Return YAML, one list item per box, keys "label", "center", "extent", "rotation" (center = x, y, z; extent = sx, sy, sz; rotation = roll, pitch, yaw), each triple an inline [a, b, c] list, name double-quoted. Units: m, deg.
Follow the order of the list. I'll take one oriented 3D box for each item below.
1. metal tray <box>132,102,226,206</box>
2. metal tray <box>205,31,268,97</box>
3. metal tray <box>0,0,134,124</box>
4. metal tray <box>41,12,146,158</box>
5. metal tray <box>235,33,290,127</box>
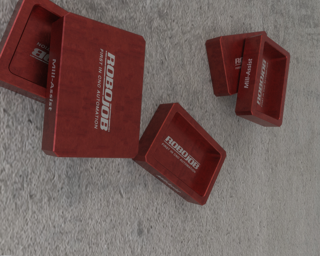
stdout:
- label: "metal tray"
  center: [0.032, 0.038, 0.427]
  extent: [0.130, 0.030, 0.090]
  rotation: [42, 64, -32]
- label: "metal tray"
  center: [0.135, -0.109, 0.514]
  extent: [0.131, 0.030, 0.089]
  rotation: [-19, 102, -38]
- label: "metal tray"
  center: [-0.093, -0.064, 0.322]
  extent: [0.131, 0.030, 0.090]
  rotation: [25, 74, -37]
- label: "metal tray"
  center: [-0.063, -0.036, 0.309]
  extent: [0.091, 0.030, 0.129]
  rotation: [6, 86, -40]
- label: "metal tray"
  center: [0.169, -0.074, 0.502]
  extent: [0.091, 0.030, 0.129]
  rotation: [17, 80, -39]
